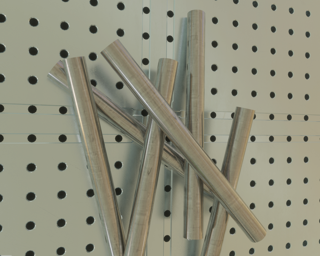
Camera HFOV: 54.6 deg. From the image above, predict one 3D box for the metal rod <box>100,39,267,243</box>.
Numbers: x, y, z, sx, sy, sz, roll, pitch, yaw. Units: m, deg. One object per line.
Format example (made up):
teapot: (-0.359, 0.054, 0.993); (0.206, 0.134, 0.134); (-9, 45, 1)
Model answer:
metal rod: (0.036, 0.025, 0.370); (0.025, 0.025, 0.300); (-42, 103, -15)

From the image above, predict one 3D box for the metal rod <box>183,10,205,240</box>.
metal rod: (0.046, -0.011, 0.410); (0.025, 0.025, 0.299); (5, 81, -20)

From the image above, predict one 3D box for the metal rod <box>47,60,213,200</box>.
metal rod: (-0.012, 0.019, 0.407); (0.301, 0.025, 0.025); (38, 78, -16)

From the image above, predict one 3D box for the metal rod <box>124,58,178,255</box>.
metal rod: (-0.015, 0.063, 0.378); (0.025, 0.025, 0.299); (12, 85, -20)

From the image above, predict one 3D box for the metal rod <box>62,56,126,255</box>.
metal rod: (-0.069, 0.067, 0.372); (0.025, 0.025, 0.298); (-14, 101, -19)

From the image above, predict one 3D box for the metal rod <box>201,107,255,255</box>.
metal rod: (0.081, 0.120, 0.419); (0.025, 0.025, 0.298); (11, 95, -20)
